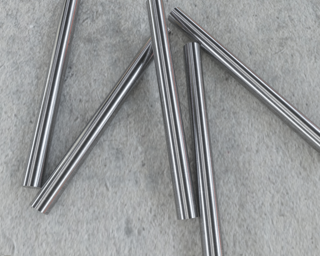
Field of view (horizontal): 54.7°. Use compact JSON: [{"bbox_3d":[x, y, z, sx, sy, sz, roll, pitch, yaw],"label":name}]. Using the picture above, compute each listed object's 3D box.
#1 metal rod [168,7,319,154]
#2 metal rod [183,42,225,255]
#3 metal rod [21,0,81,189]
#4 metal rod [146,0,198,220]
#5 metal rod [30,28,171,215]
[{"bbox_3d":[0.123,-0.070,0.435,0.025,0.025,0.300,-41,75,-14],"label":"metal rod"},{"bbox_3d":[0.054,0.023,0.400,0.025,0.025,0.299,-3,70,-1],"label":"metal rod"},{"bbox_3d":[-0.146,-0.067,0.430,0.025,0.025,0.299,4,70,1],"label":"metal rod"},{"bbox_3d":[0.013,-0.036,0.405,0.025,0.025,0.299,-7,76,-3],"label":"metal rod"},{"bbox_3d":[-0.070,-0.024,0.416,0.025,0.025,0.300,29,72,9],"label":"metal rod"}]
